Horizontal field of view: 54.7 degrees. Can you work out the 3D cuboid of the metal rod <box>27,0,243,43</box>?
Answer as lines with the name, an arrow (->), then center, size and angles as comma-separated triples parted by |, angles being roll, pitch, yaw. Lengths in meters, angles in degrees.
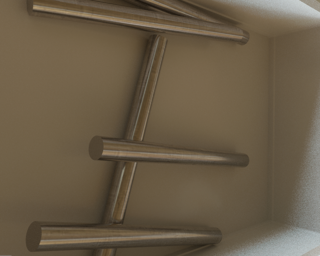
metal rod -> -0.004, -0.133, 0.389 | 0.303, 0.025, 0.025 | -5, 93, -36

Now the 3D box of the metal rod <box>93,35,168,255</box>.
metal rod -> -0.036, 0.027, 0.378 | 0.025, 0.025, 0.299 | 22, 76, -38

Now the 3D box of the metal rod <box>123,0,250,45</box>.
metal rod -> 0.027, -0.162, 0.430 | 0.302, 0.025, 0.025 | 4, 88, -40

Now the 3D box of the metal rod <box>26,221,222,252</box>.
metal rod -> -0.011, 0.130, 0.373 | 0.302, 0.025, 0.025 | 21, 77, -46

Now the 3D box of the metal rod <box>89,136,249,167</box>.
metal rod -> 0.038, 0.038, 0.419 | 0.302, 0.025, 0.025 | 10, 84, -46
